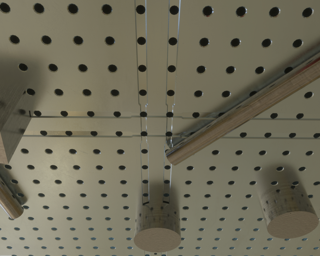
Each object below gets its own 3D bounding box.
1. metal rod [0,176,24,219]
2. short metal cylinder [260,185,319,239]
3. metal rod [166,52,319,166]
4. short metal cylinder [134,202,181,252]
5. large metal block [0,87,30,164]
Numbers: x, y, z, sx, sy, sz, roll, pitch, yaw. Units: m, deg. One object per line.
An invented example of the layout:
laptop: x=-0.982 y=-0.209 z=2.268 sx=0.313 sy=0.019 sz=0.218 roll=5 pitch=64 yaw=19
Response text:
metal rod: x=-0.268 y=0.033 z=0.437 sx=0.025 sy=0.025 sz=0.298 roll=-6 pitch=130 yaw=5
short metal cylinder: x=0.214 y=0.141 z=0.517 sx=0.081 sy=0.050 sz=0.079 roll=0 pitch=130 yaw=0
metal rod: x=0.127 y=-0.034 z=0.383 sx=0.299 sy=0.025 sz=0.025 roll=-35 pitch=122 yaw=26
short metal cylinder: x=-0.004 y=0.175 z=0.544 sx=0.081 sy=0.050 sz=0.079 roll=0 pitch=130 yaw=0
large metal block: x=-0.211 y=-0.007 z=0.367 sx=0.081 sy=0.080 sz=0.050 roll=6 pitch=130 yaw=-5
